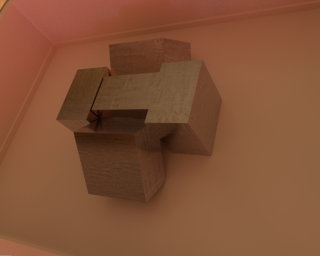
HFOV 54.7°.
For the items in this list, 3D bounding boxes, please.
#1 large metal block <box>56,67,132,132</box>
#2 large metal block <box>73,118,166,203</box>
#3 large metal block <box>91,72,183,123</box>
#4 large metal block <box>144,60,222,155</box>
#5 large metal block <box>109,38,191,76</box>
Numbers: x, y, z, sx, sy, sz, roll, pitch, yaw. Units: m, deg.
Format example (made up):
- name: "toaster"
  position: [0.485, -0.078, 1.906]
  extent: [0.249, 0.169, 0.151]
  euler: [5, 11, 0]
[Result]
- name: "large metal block"
  position: [-0.084, -0.027, 0.430]
  extent: [0.050, 0.080, 0.080]
  euler: [1, 62, 29]
- name: "large metal block"
  position: [-0.045, 0.034, 0.363]
  extent: [0.080, 0.079, 0.050]
  euler: [1, 21, 27]
- name: "large metal block"
  position: [-0.025, -0.025, 0.397]
  extent: [0.080, 0.080, 0.050]
  euler: [1, 62, 28]
- name: "large metal block"
  position: [0.032, -0.022, 0.366]
  extent: [0.050, 0.080, 0.080]
  euler: [1, 62, 29]
- name: "large metal block"
  position: [-0.010, -0.089, 0.422]
  extent: [0.080, 0.080, 0.050]
  euler: [2, 100, 29]
